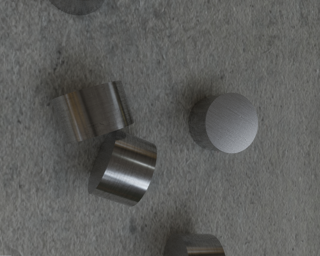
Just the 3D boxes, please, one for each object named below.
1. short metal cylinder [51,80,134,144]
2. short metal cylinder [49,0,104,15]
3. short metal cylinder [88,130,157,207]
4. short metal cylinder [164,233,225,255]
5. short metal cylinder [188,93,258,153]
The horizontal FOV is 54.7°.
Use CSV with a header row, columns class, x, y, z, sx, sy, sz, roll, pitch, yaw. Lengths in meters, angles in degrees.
class,x,y,z,sx,sy,sz,roll,pitch,yaw
short metal cylinder,-0.075,-0.019,0.353,0.081,0.080,0.050,-19,97,-19
short metal cylinder,-0.096,-0.179,0.360,0.081,0.050,0.079,0,90,-21
short metal cylinder,-0.045,0.046,0.364,0.050,0.080,0.080,23,82,-19
short metal cylinder,0.043,0.178,0.397,0.050,0.080,0.080,8,87,-20
short metal cylinder,0.087,-0.007,0.429,0.081,0.050,0.079,0,90,-21
